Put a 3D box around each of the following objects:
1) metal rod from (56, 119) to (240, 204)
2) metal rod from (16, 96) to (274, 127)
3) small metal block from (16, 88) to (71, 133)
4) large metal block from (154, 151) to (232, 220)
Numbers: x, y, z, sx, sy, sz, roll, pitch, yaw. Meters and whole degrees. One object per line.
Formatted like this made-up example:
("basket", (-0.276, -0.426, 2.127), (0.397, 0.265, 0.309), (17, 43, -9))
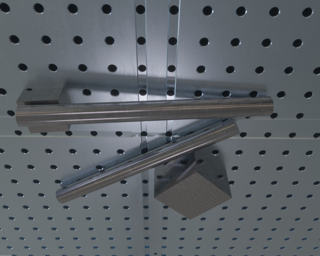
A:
("metal rod", (-0.030, 0.053, 0.456), (0.300, 0.025, 0.025), (-24, 126, 18))
("metal rod", (-0.013, -0.021, 0.374), (0.302, 0.025, 0.025), (-3, 130, -6))
("small metal block", (-0.144, -0.021, 0.392), (0.050, 0.025, 0.050), (-3, 130, 2))
("large metal block", (0.048, 0.085, 0.468), (0.080, 0.050, 0.080), (-37, 122, 27))
